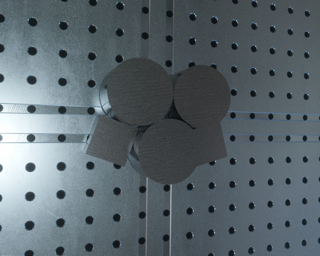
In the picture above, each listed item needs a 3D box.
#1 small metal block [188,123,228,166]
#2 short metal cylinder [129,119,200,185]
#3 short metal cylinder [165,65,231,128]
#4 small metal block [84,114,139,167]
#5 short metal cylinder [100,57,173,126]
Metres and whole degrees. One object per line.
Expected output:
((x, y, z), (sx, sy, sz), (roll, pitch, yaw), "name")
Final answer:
((0.061, 0.022, 0.432), (0.050, 0.025, 0.050), (-15, 95, -20), "small metal block")
((0.004, 0.028, 0.397), (0.081, 0.050, 0.079), (0, 90, -20), "short metal cylinder")
((0.046, -0.040, 0.412), (0.081, 0.050, 0.079), (0, 90, -20), "short metal cylinder")
((-0.061, 0.016, 0.386), (0.050, 0.025, 0.050), (22, 83, -19), "small metal block")
((-0.030, -0.043, 0.384), (0.081, 0.050, 0.079), (0, 90, -20), "short metal cylinder")
